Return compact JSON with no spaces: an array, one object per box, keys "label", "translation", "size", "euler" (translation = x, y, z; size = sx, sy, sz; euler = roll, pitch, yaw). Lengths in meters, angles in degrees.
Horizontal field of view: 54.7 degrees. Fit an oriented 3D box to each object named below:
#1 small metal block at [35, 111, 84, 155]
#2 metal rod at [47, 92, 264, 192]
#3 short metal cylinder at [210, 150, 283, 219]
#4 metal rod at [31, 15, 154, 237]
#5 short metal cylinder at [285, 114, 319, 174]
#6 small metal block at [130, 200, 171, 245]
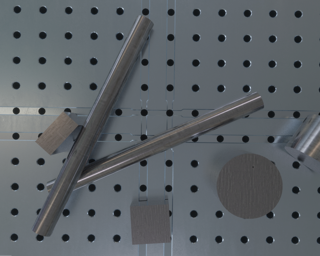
[{"label":"small metal block","translation":[-0.125,0.006,0.400],"size":[0.025,0.050,0.050],"euler":[43,90,0]},{"label":"metal rod","translation":[-0.006,0.023,0.413],"size":[0.301,0.025,0.025],"euler":[-23,90,0]},{"label":"short metal cylinder","translation":[0.109,0.071,0.402],"size":[0.081,0.050,0.079],"euler":[0,90,0]},{"label":"metal rod","translation":[-0.082,-0.008,0.396],"size":[0.025,0.025,0.299],"euler":[25,83,0]},{"label":"short metal cylinder","translation":[0.207,0.026,0.387],"size":[0.080,0.080,0.050],"euler":[35,90,0]},{"label":"small metal block","translation":[-0.012,0.125,0.413],"size":[0.050,0.025,0.050],"euler":[-3,90,0]}]
